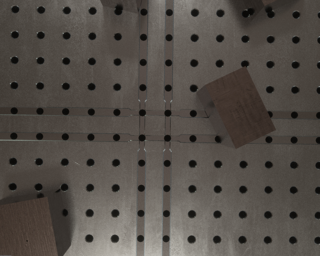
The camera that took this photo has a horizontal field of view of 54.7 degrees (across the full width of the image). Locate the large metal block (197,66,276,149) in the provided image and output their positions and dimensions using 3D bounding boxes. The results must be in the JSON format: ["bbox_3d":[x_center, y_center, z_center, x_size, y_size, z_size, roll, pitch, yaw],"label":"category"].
[{"bbox_3d":[0.090,-0.023,0.387,0.050,0.080,0.080,-26,90,0],"label":"large metal block"}]

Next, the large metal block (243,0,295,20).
[{"bbox_3d":[0.147,-0.202,0.403,0.080,0.050,0.080,-25,90,-1],"label":"large metal block"}]

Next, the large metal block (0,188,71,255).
[{"bbox_3d":[-0.169,0.129,0.399,0.080,0.050,0.080,-10,90,-1],"label":"large metal block"}]

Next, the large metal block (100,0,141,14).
[{"bbox_3d":[-0.045,-0.201,0.385,0.050,0.080,0.080,13,90,0],"label":"large metal block"}]
